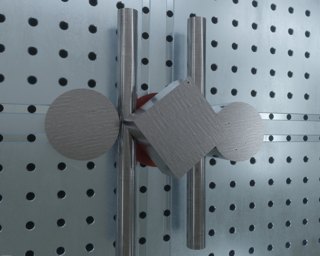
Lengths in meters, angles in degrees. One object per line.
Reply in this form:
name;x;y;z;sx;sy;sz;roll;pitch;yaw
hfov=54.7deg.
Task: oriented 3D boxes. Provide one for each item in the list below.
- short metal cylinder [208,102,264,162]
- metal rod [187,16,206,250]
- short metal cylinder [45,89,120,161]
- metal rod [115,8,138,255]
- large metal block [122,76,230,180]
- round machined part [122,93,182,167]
short metal cylinder;0.097;0.005;0.434;0.081;0.050;0.080;0;90;-20
metal rod;0.048;0.007;0.408;0.025;0.025;0.298;0;90;-20
short metal cylinder;-0.093;-0.004;0.365;0.081;0.050;0.080;0;90;-20
metal rod;-0.040;0.008;0.375;0.025;0.025;0.298;1;90;-20
large metal block;0.017;-0.001;0.355;0.080;0.050;0.080;-40;103;-16
round machined part;-0.001;0.003;0.404;0.099;0.042;0.097;0;90;-20
